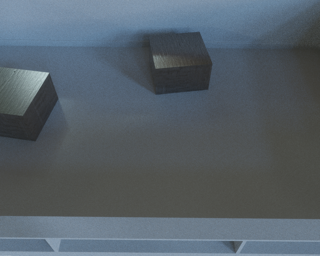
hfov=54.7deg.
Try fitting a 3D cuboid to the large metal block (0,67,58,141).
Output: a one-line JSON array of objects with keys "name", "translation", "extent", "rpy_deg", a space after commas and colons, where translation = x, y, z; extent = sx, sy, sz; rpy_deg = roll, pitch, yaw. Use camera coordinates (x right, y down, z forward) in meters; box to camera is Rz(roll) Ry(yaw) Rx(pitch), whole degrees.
[{"name": "large metal block", "translation": [-0.196, -0.034, 0.415], "extent": [0.080, 0.050, 0.080], "rpy_deg": [8, 50, 6]}]

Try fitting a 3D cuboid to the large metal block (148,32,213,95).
[{"name": "large metal block", "translation": [0.028, -0.100, 0.473], "extent": [0.081, 0.050, 0.080], "rpy_deg": [-6, 50, -6]}]
